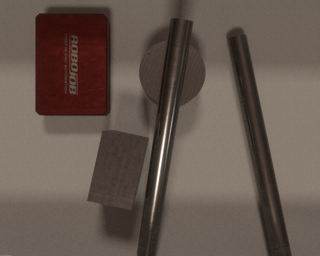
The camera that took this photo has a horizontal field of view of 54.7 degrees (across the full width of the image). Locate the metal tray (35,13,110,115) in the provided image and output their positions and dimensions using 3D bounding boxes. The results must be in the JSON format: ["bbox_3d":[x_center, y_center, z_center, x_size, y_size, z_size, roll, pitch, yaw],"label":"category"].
[{"bbox_3d":[-0.113,-0.081,0.407,0.091,0.030,0.129,0,90,-1],"label":"metal tray"}]

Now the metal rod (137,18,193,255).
[{"bbox_3d":[0.003,0.025,0.375,0.025,0.025,0.298,8,105,-1],"label":"metal rod"}]

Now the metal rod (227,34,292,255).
[{"bbox_3d":[0.133,0.026,0.413,0.025,0.025,0.298,-12,90,0],"label":"metal rod"}]

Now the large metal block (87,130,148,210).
[{"bbox_3d":[-0.048,0.047,0.383,0.050,0.080,0.080,12,90,0],"label":"large metal block"}]

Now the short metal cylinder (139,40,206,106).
[{"bbox_3d":[0.015,-0.067,0.399,0.081,0.050,0.079,0,90,-1],"label":"short metal cylinder"}]
